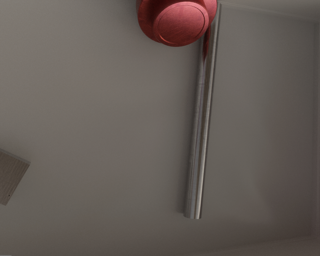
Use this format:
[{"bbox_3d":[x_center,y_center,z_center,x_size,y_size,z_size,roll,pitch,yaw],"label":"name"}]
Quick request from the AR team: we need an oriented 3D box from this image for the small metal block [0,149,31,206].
[{"bbox_3d":[-0.181,0.051,0.344,0.050,0.025,0.050,30,80,-18],"label":"small metal block"}]

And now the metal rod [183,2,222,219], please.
[{"bbox_3d":[0.060,-0.026,0.433,0.025,0.025,0.298,7,88,-20],"label":"metal rod"}]

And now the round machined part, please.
[{"bbox_3d":[0.022,-0.138,0.378,0.099,0.097,0.042,2,56,-21],"label":"round machined part"}]
